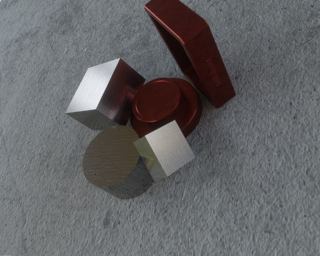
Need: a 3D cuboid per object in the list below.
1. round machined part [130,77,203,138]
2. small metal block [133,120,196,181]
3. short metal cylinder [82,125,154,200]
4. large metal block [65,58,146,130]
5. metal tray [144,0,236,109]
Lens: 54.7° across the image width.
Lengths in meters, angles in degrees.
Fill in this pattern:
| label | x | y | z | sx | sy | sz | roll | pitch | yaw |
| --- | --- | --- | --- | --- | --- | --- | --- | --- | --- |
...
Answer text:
| label | x | y | z | sx | sy | sz | roll | pitch | yaw |
| --- | --- | --- | --- | --- | --- | --- | --- | --- | --- |
| round machined part | 0.003 | -0.028 | 0.410 | 0.098 | 0.042 | 0.098 | -13 | 56 | 20 |
| small metal block | 0.006 | 0.025 | 0.356 | 0.025 | 0.050 | 0.050 | -29 | 89 | 49 |
| short metal cylinder | -0.048 | 0.043 | 0.387 | 0.080 | 0.050 | 0.080 | -13 | 56 | 20 |
| large metal block | -0.077 | -0.045 | 0.440 | 0.080 | 0.050 | 0.080 | -3 | 59 | 46 |
| metal tray | 0.039 | -0.089 | 0.370 | 0.030 | 0.130 | 0.090 | -38 | 51 | 3 |
